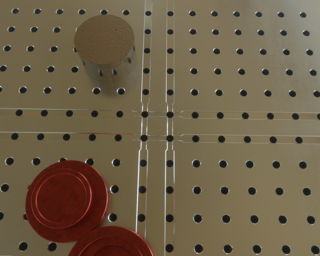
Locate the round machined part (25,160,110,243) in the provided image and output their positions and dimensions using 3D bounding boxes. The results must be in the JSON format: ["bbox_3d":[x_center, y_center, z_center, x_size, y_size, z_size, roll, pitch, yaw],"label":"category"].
[{"bbox_3d":[-0.112,0.086,0.371,0.099,0.042,0.098,0,70,0],"label":"round machined part"}]

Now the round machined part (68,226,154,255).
[{"bbox_3d":[-0.053,0.160,0.344,0.099,0.042,0.098,0,70,0],"label":"round machined part"}]

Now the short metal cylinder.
[{"bbox_3d":[-0.075,-0.111,0.438,0.081,0.050,0.080,0,70,0],"label":"short metal cylinder"}]
